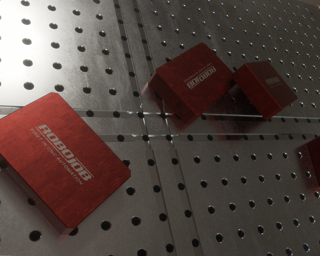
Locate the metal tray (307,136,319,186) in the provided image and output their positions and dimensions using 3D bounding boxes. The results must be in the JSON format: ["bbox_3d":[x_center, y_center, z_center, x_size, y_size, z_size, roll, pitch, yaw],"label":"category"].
[{"bbox_3d":[0.328,0.068,0.543,0.131,0.030,0.090,12,57,-22],"label":"metal tray"}]

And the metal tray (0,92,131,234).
[{"bbox_3d":[-0.106,0.033,0.328,0.130,0.030,0.091,46,51,4],"label":"metal tray"}]

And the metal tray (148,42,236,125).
[{"bbox_3d":[0.056,-0.073,0.482,0.090,0.030,0.131,48,51,5],"label":"metal tray"}]

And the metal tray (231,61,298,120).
[{"bbox_3d":[0.180,-0.068,0.522,0.090,0.030,0.131,55,34,10],"label":"metal tray"}]
